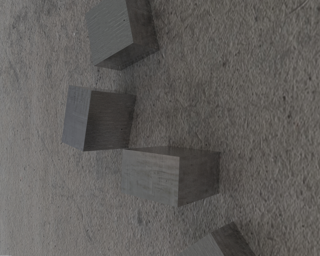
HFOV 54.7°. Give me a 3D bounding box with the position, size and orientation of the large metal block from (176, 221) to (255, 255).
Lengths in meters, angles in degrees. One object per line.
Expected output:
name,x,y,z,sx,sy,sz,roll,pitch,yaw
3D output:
large metal block,0.063,0.162,0.337,0.080,0.050,0.080,-46,63,30

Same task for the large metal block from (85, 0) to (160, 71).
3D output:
large metal block,-0.054,-0.135,0.433,0.080,0.050,0.080,-18,79,38

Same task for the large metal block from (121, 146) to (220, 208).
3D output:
large metal block,0.013,0.051,0.358,0.080,0.081,0.050,4,93,40

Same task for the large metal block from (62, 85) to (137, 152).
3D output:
large metal block,-0.085,-0.014,0.440,0.050,0.081,0.079,16,101,39
